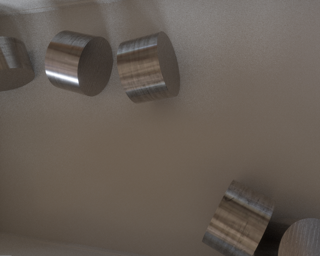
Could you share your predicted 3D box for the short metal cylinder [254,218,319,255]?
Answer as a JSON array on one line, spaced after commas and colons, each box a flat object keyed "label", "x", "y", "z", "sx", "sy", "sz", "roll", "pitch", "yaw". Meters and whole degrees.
[{"label": "short metal cylinder", "x": 0.148, "y": 0.136, "z": 0.326, "sx": 0.081, "sy": 0.050, "sz": 0.080, "roll": 3, "pitch": 74, "yaw": -10}]

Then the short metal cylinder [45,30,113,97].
[{"label": "short metal cylinder", "x": -0.107, "y": -0.087, "z": 0.419, "sx": 0.050, "sy": 0.080, "sz": 0.080, "roll": 16, "pitch": 96, "yaw": 19}]

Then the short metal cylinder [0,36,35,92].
[{"label": "short metal cylinder", "x": -0.237, "y": -0.094, "z": 0.465, "sx": 0.080, "sy": 0.080, "sz": 0.050, "roll": -23, "pitch": 82, "yaw": 18}]

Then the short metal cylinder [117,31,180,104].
[{"label": "short metal cylinder", "x": -0.012, "y": -0.074, "z": 0.385, "sx": 0.050, "sy": 0.080, "sz": 0.080, "roll": -9, "pitch": 87, "yaw": 20}]

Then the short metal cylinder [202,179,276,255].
[{"label": "short metal cylinder", "x": 0.089, "y": 0.105, "z": 0.350, "sx": 0.050, "sy": 0.080, "sz": 0.080, "roll": 26, "pitch": 99, "yaw": 19}]
